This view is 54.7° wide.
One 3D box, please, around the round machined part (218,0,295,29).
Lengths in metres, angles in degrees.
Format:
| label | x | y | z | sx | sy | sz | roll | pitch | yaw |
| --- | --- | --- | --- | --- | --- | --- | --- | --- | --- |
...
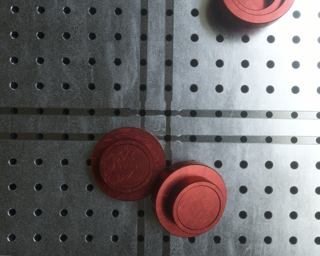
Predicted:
| label | x | y | z | sx | sy | sz | roll | pitch | yaw |
| --- | --- | --- | --- | --- | --- | --- | --- | --- | --- |
| round machined part | 0.123 | -0.179 | 0.406 | 0.099 | 0.042 | 0.097 | 0 | 90 | -1 |

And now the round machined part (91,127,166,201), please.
| label | x | y | z | sx | sy | sz | roll | pitch | yaw |
| --- | --- | --- | --- | --- | --- | --- | --- | --- | --- |
| round machined part | -0.041 | 0.047 | 0.404 | 0.099 | 0.042 | 0.097 | 0 | 90 | -1 |

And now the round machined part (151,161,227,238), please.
| label | x | y | z | sx | sy | sz | roll | pitch | yaw |
| --- | --- | --- | --- | --- | --- | --- | --- | --- | --- |
| round machined part | 0.041 | 0.093 | 0.392 | 0.099 | 0.042 | 0.097 | -3 | 99 | -17 |
